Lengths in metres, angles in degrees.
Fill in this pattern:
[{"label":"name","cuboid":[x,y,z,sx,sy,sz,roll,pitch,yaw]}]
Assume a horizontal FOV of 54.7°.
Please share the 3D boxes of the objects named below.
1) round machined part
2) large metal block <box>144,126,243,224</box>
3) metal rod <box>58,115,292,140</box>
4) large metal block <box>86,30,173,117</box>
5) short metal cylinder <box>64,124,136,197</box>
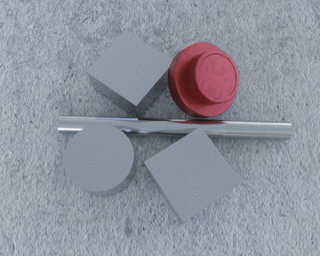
[{"label":"round machined part","cuboid":[0.063,-0.063,0.399,0.099,0.042,0.097,2,85,-27]},{"label":"large metal block","cuboid":[0.037,0.058,0.375,0.080,0.050,0.080,-32,73,-11]},{"label":"metal rod","cuboid":[0.019,0.000,0.411,0.302,0.025,0.025,2,70,0]},{"label":"large metal block","cuboid":[-0.037,-0.071,0.419,0.080,0.050,0.080,35,73,11]},{"label":"short metal cylinder","cuboid":[-0.070,0.041,0.380,0.081,0.050,0.080,0,70,0]}]
